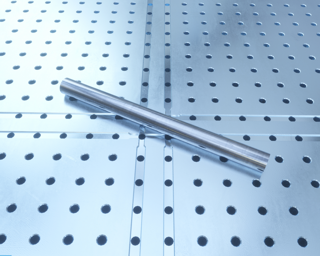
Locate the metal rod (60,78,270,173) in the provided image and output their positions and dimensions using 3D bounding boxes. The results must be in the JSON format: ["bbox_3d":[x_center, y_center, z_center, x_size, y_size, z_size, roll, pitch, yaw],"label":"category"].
[{"bbox_3d":[-0.006,-0.010,0.416,0.301,0.025,0.025,21,53,16],"label":"metal rod"}]
